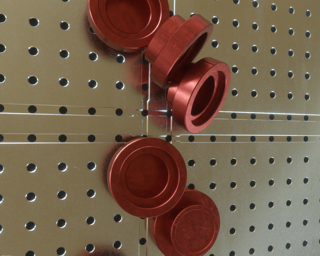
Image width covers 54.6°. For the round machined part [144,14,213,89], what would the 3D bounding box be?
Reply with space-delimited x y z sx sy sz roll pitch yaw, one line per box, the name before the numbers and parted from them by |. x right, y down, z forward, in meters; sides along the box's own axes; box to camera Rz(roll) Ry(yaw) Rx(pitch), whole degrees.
round machined part | 0.018 -0.099 0.384 0.042 0.098 0.098 40 77 6

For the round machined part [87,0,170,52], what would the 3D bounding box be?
round machined part | -0.041 -0.143 0.387 0.099 0.042 0.097 0 90 -19

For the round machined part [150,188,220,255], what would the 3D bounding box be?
round machined part | 0.039 0.133 0.418 0.099 0.042 0.097 0 90 -20

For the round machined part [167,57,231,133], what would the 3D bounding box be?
round machined part | 0.047 -0.046 0.402 0.099 0.042 0.097 -37 144 -34

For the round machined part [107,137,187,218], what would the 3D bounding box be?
round machined part | -0.019 0.061 0.396 0.099 0.042 0.097 0 89 -19
